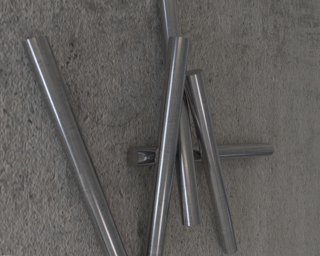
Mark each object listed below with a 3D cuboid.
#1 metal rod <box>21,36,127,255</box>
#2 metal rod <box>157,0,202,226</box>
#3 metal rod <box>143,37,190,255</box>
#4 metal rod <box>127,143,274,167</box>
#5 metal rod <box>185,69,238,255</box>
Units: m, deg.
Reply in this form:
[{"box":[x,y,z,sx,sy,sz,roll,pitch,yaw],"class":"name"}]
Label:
[{"box":[-0.080,0.053,0.337,0.025,0.025,0.298,-27,107,-37],"class":"metal rod"},{"box":[0.024,-0.028,0.400,0.025,0.025,0.298,-3,85,-40],"class":"metal rod"},{"box":[0.005,0.044,0.376,0.025,0.025,0.298,0,100,-40],"class":"metal rod"},{"box":[0.083,0.037,0.473,0.302,0.025,0.025,1,89,-40],"class":"metal rod"},{"box":[0.076,0.063,0.440,0.025,0.025,0.298,-34,120,-35],"class":"metal rod"}]
